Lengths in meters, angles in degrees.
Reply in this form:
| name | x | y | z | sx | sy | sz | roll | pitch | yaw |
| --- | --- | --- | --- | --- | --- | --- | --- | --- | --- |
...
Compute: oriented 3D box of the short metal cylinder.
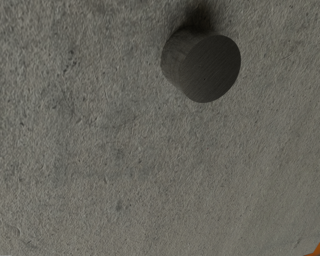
| name | x | y | z | sx | sy | sz | roll | pitch | yaw |
| --- | --- | --- | --- | --- | --- | --- | --- | --- | --- |
| short metal cylinder | 0.048 | -0.076 | 0.369 | 0.081 | 0.050 | 0.080 | -14 | 124 | -21 |
